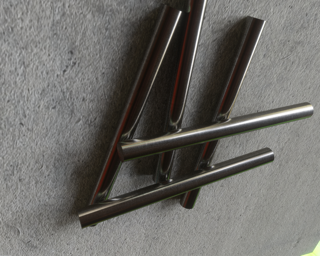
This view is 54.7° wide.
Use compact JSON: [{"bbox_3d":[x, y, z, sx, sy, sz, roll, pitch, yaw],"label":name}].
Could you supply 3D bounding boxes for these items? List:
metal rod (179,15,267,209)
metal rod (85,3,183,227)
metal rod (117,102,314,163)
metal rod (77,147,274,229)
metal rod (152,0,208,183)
[{"bbox_3d":[0.083,-0.007,0.447,0.025,0.025,0.298,2,117,-30],"label":"metal rod"},{"bbox_3d":[-0.042,0.000,0.383,0.025,0.025,0.298,10,113,-33],"label":"metal rod"},{"bbox_3d":[0.090,0.000,0.422,0.302,0.025,0.025,-12,124,-22],"label":"metal rod"},{"bbox_3d":[0.036,0.078,0.440,0.302,0.025,0.025,-15,125,-20],"label":"metal rod"},{"bbox_3d":[0.025,-0.055,0.385,0.025,0.025,0.298,-5,121,-26],"label":"metal rod"}]
